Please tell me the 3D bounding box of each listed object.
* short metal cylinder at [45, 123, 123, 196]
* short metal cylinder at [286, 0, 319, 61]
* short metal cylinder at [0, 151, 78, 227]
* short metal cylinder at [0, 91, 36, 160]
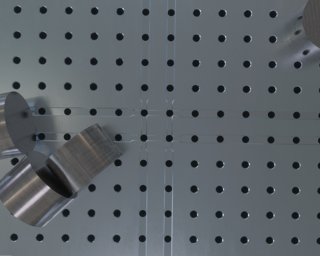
[{"bbox_3d":[-0.093,0.038,0.385,0.080,0.080,0.050,-39,90,0],"label":"short metal cylinder"},{"bbox_3d":[0.214,-0.132,0.402,0.081,0.050,0.079,0,90,0],"label":"short metal cylinder"},{"bbox_3d":[-0.150,0.074,0.385,0.050,0.080,0.080,-43,90,0],"label":"short metal cylinder"},{"bbox_3d":[-0.197,-0.001,0.384,0.050,0.080,0.080,-11,90,0],"label":"short metal cylinder"}]
